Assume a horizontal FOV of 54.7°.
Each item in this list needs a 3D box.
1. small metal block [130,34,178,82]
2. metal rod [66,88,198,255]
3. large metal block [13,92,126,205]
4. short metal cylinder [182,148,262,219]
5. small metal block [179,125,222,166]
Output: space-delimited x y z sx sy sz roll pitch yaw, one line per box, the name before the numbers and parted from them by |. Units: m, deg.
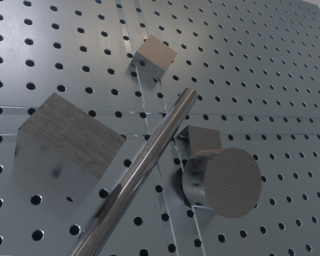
small metal block | -0.008 -0.106 0.469 0.050 0.025 0.050 35 51 -6
metal rod | -0.022 0.046 0.367 0.025 0.025 0.301 38 51 -3
large metal block | -0.092 0.024 0.308 0.080 0.080 0.050 34 51 -6
short metal cylinder | 0.074 0.064 0.375 0.081 0.050 0.080 3 84 -24
small metal block | 0.056 0.027 0.422 0.050 0.025 0.050 10 57 -23
